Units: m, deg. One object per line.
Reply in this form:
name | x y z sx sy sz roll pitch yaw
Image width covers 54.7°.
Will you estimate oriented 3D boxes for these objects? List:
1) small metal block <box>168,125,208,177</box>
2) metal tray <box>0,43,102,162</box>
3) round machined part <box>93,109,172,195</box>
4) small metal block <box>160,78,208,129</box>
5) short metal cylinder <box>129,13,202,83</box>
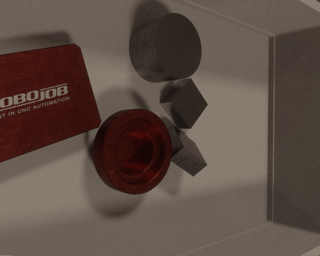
small metal block | 0.031 0.030 0.416 0.025 0.050 0.050 -43 125 14
metal tray | -0.129 -0.025 0.296 0.131 0.030 0.089 -23 105 -38
round machined part | -0.036 0.026 0.367 0.099 0.042 0.097 0 90 -40
small metal block | 0.035 -0.034 0.438 0.050 0.025 0.050 -53 121 -27
short metal cylinder | 0.008 -0.101 0.398 0.081 0.050 0.079 0 90 -40
